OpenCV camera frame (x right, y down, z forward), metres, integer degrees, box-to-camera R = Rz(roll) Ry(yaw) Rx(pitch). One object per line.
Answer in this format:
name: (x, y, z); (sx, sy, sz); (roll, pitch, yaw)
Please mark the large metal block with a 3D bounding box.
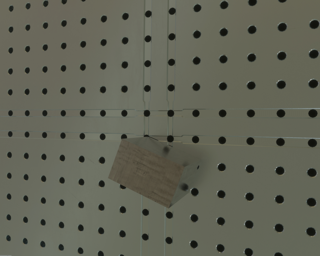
large metal block: (-0.003, 0.050, 0.385); (0.080, 0.080, 0.050); (23, 98, 18)
